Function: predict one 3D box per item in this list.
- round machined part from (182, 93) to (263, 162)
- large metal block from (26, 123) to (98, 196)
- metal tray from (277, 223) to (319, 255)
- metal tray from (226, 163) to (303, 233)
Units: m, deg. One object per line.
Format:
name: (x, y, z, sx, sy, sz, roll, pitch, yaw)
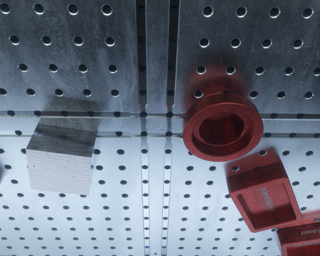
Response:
round machined part: (0.077, -0.005, 0.397, 0.099, 0.042, 0.097, 0, 130, 0)
large metal block: (-0.134, 0.045, 0.432, 0.081, 0.050, 0.079, 8, 130, -7)
metal tray: (0.301, 0.224, 0.601, 0.130, 0.030, 0.090, -14, 129, 11)
metal tray: (0.174, 0.119, 0.511, 0.090, 0.030, 0.130, -21, 127, 17)
